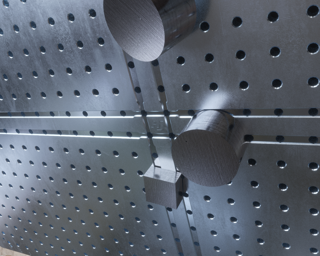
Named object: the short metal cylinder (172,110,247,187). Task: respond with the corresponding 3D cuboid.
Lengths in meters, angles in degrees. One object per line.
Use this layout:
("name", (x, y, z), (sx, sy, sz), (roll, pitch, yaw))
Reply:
("short metal cylinder", (0.061, 0.024, 0.378), (0.080, 0.050, 0.079), (13, 124, 21))

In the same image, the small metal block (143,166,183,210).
("small metal block", (0.005, 0.089, 0.464), (0.050, 0.025, 0.050), (10, 123, 23))

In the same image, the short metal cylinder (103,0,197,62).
("short metal cylinder", (-0.011, -0.115, 0.314), (0.080, 0.050, 0.080), (31, 145, 25))
